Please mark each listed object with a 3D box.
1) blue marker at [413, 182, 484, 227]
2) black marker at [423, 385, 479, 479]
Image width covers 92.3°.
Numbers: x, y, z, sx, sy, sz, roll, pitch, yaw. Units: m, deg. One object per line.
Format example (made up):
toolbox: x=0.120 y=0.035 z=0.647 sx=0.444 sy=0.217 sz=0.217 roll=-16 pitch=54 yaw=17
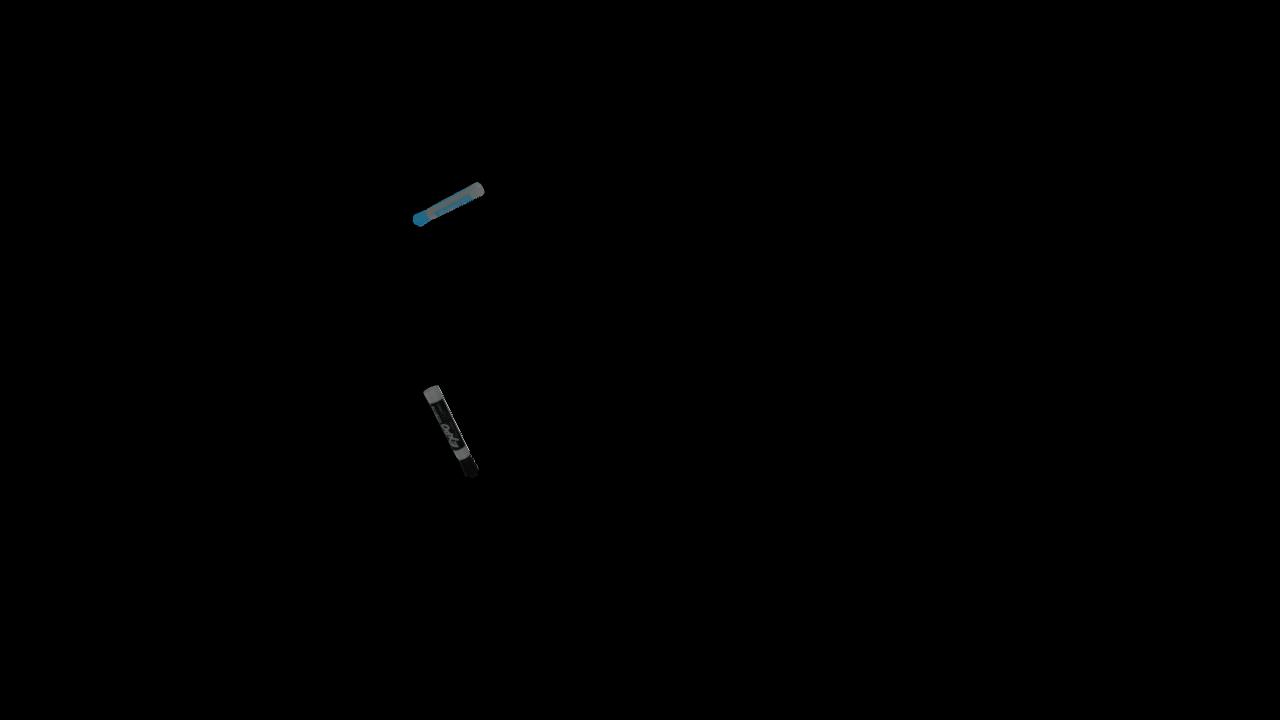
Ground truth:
blue marker: x=-0.271 y=-0.216 z=0.860 sx=0.121 sy=0.020 sz=0.020 roll=-19 pitch=-7 yaw=22
black marker: x=-0.221 y=0.087 z=0.727 sx=0.020 sy=0.121 sz=0.020 roll=-19 pitch=16 yaw=6
